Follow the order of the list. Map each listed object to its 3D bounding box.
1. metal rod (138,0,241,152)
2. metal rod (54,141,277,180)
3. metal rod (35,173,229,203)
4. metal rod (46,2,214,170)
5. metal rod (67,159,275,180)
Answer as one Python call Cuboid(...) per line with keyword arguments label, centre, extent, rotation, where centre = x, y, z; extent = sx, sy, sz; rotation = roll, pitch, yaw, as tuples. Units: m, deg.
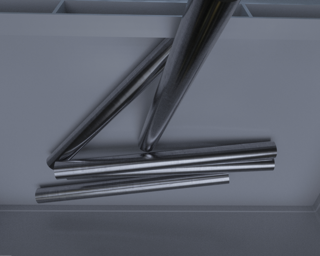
Cuboid(label="metal rod", centre=(0.006, -0.025, 0.290), extent=(0.025, 0.025, 0.299), rotation=(8, 161, -7))
Cuboid(label="metal rod", centre=(0.010, 0.044, 0.429), extent=(0.302, 0.025, 0.025), rotation=(-5, 130, -3))
Cuboid(label="metal rod", centre=(-0.046, 0.091, 0.485), extent=(0.302, 0.025, 0.025), rotation=(-7, 130, 5))
Cuboid(label="metal rod", centre=(-0.051, -0.033, 0.379), extent=(0.025, 0.025, 0.299), rotation=(35, 122, -26))
Cuboid(label="metal rod", centre=(0.013, 0.057, 0.458), extent=(0.302, 0.025, 0.025), rotation=(-3, 130, 2))
